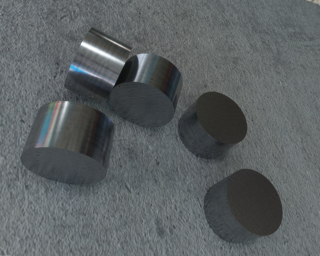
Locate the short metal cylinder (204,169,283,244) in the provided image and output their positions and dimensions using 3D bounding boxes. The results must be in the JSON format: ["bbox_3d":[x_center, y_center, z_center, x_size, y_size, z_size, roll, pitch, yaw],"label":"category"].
[{"bbox_3d":[0.102,0.097,0.383,0.081,0.050,0.080,14,56,-21],"label":"short metal cylinder"}]

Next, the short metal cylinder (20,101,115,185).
[{"bbox_3d":[-0.089,0.017,0.310,0.081,0.080,0.050,18,55,-18],"label":"short metal cylinder"}]

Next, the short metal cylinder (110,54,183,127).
[{"bbox_3d":[-0.016,-0.045,0.387,0.080,0.080,0.050,26,53,-12],"label":"short metal cylinder"}]

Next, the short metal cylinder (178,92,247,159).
[{"bbox_3d":[0.072,-0.003,0.428,0.081,0.050,0.080,14,56,-21],"label":"short metal cylinder"}]

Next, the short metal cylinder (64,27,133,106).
[{"bbox_3d":[-0.073,-0.073,0.373,0.050,0.080,0.080,26,53,-11],"label":"short metal cylinder"}]
